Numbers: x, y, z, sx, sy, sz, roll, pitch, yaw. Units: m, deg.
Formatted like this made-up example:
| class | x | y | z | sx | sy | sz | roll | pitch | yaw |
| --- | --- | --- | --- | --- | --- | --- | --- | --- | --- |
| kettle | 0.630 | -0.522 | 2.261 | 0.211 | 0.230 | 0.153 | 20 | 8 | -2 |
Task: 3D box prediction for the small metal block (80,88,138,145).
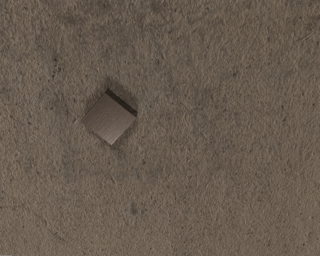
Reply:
| class | x | y | z | sx | sy | sz | roll | pitch | yaw |
| --- | --- | --- | --- | --- | --- | --- | --- | --- | --- |
| small metal block | -0.065 | -0.015 | 0.403 | 0.050 | 0.025 | 0.050 | 40 | 105 | -14 |
